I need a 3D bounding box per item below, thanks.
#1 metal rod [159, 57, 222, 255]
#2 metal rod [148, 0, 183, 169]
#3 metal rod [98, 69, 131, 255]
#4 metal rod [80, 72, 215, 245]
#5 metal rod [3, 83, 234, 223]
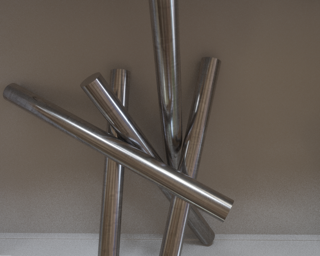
[{"bbox_3d":[0.032,0.062,0.374,0.025,0.025,0.298,13,86,-5],"label":"metal rod"},{"bbox_3d":[0.011,-0.032,0.334,0.025,0.025,0.298,-5,136,1],"label":"metal rod"},{"bbox_3d":[-0.057,0.078,0.373,0.025,0.025,0.298,3,85,-2],"label":"metal rod"},{"bbox_3d":[-0.001,0.058,0.397,0.025,0.025,0.299,-28,120,10],"label":"metal rod"},{"bbox_3d":[-0.060,0.019,0.353,0.301,0.025,0.025,27,110,16],"label":"metal rod"}]
